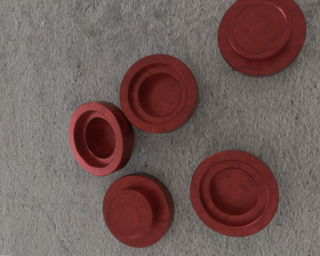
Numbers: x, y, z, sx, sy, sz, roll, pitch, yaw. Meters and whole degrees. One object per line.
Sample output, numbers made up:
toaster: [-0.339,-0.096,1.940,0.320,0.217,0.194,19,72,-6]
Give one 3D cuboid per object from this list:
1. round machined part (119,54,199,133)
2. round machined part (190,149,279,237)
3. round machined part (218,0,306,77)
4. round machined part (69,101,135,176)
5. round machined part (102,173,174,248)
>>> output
round machined part: [0.002,-0.041,0.397,0.098,0.042,0.097,-1,87,16]
round machined part: [0.089,0.074,0.368,0.098,0.042,0.097,0,90,20]
round machined part: [0.116,-0.110,0.359,0.098,0.042,0.097,0,90,20]
round machined part: [-0.074,0.012,0.417,0.098,0.042,0.097,7,102,33]
round machined part: [-0.034,0.111,0.412,0.098,0.042,0.097,0,90,20]
